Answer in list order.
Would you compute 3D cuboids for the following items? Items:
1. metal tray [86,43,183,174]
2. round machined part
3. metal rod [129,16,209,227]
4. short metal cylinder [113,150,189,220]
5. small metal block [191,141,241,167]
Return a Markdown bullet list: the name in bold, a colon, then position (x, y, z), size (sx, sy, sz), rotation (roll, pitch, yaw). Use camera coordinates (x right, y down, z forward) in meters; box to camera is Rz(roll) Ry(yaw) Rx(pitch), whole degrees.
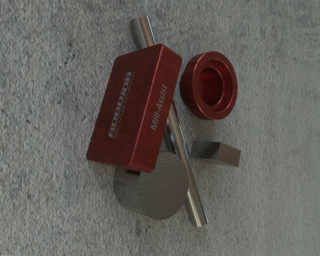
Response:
- **metal tray**: position (-0.030, -0.021, 0.340), size (0.030, 0.090, 0.130), rotation (24, 75, -38)
- **round machined part**: position (0.067, -0.060, 0.453), size (0.099, 0.042, 0.097), rotation (0, 90, -40)
- **metal rod**: position (0.017, 0.001, 0.423), size (0.025, 0.025, 0.298), rotation (-28, 108, -37)
- **short metal cylinder**: position (-0.010, 0.068, 0.383), size (0.081, 0.050, 0.079), rotation (0, 90, -40)
- **small metal block**: position (0.083, 0.038, 0.458), size (0.050, 0.050, 0.025), rotation (21, 77, -38)
